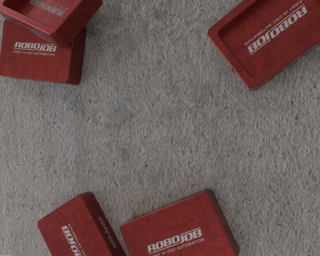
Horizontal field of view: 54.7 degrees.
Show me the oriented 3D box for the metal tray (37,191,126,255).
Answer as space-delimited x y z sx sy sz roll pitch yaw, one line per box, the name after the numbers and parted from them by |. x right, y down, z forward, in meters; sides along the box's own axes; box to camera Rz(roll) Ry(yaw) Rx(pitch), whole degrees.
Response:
-0.109 0.170 0.445 0.090 0.030 0.130 -34 79 16 | metal tray

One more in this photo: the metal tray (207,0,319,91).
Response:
0.133 -0.117 0.358 0.130 0.030 0.090 -37 78 16 | metal tray

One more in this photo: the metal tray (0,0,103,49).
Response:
-0.157 -0.173 0.435 0.130 0.030 0.090 29 77 25 | metal tray

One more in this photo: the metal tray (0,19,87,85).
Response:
-0.180 -0.117 0.470 0.130 0.030 0.089 8 93 19 | metal tray

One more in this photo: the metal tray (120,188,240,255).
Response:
0.023 0.143 0.398 0.130 0.030 0.090 -26 81 18 | metal tray
